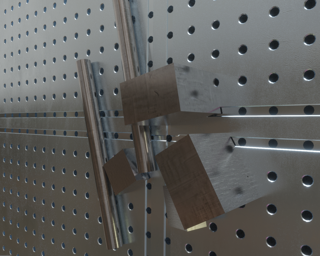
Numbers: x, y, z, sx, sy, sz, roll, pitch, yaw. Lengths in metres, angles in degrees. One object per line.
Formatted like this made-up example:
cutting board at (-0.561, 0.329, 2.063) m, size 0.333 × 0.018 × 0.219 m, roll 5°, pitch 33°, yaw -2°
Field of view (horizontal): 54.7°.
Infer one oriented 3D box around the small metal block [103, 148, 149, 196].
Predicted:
small metal block at (-0.050, 0.063, 0.451) m, size 0.050 × 0.025 × 0.050 m, roll -39°, pitch 66°, yaw 33°

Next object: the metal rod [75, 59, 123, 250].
metal rod at (-0.098, 0.035, 0.490) m, size 0.025 × 0.025 × 0.299 m, roll -19°, pitch 78°, yaw 38°

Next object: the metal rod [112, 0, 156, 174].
metal rod at (-0.041, -0.086, 0.443) m, size 0.025 × 0.025 × 0.298 m, roll -15°, pitch 80°, yaw 39°

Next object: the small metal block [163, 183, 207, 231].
small metal block at (0.028, 0.093, 0.373) m, size 0.050 × 0.025 × 0.050 m, roll 158°, pitch 105°, yaw -65°

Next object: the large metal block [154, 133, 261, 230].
large metal block at (0.052, 0.052, 0.331) m, size 0.050 × 0.081 × 0.080 m, roll -36°, pitch 68°, yaw 34°

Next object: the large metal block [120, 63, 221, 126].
large metal block at (0.013, -0.034, 0.363) m, size 0.080 × 0.081 × 0.050 m, roll -13°, pitch 82°, yaw 39°
